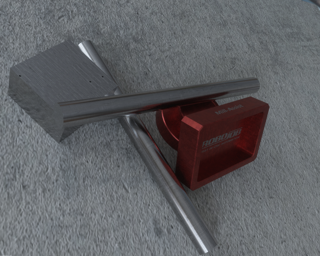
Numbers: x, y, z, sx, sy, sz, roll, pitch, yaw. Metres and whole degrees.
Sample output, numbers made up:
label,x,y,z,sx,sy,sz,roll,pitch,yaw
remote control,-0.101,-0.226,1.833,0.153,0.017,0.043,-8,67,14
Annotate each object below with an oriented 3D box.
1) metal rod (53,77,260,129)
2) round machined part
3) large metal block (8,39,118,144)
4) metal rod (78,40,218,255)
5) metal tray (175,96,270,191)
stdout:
label,x,y,z,sx,sy,sz,roll,pitch,yaw
metal rod,0.023,-0.039,0.383,0.303,0.025,0.025,-13,69,-36
round machined part,0.047,-0.014,0.429,0.099,0.042,0.098,14,56,-21
large metal block,-0.110,-0.043,0.356,0.080,0.050,0.080,44,51,2
metal rod,-0.023,0.014,0.384,0.025,0.025,0.299,-23,74,-37
metal tray,0.081,0.017,0.397,0.131,0.089,0.030,-17,35,-35
